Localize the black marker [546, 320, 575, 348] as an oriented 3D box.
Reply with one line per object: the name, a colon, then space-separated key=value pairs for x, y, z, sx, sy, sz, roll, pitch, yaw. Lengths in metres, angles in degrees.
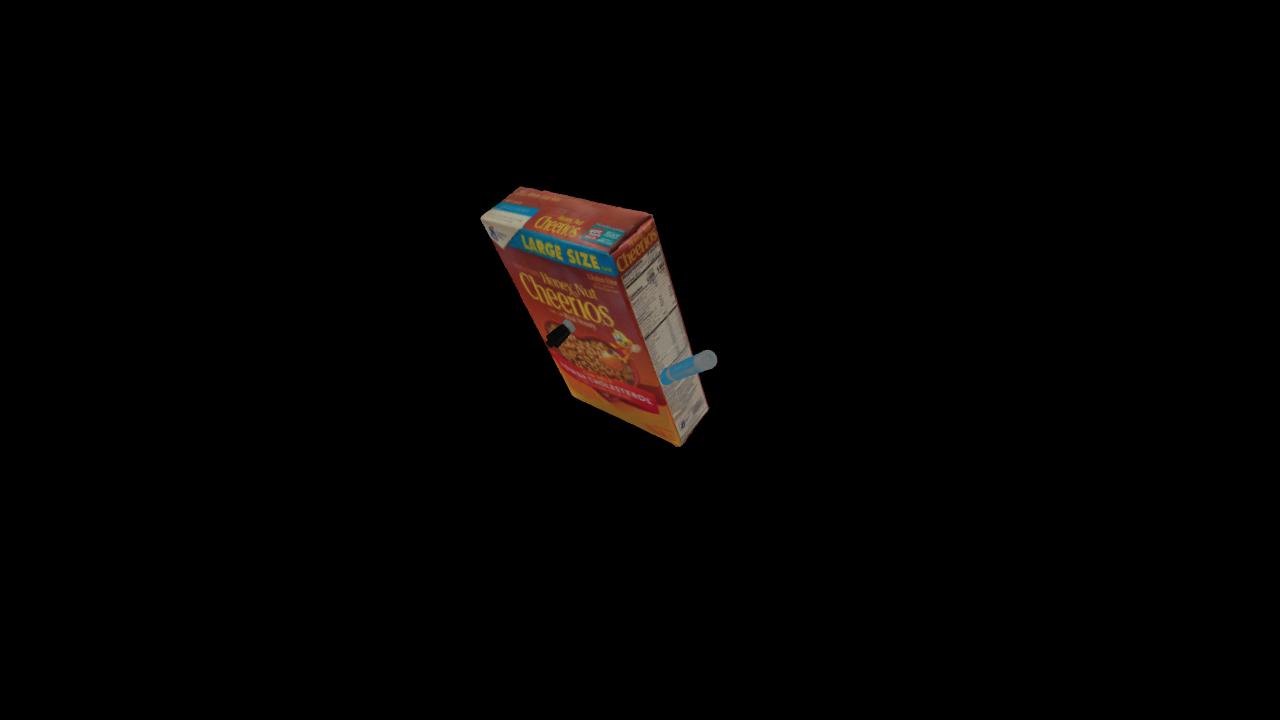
black marker: x=-0.062 y=-0.057 z=0.705 sx=0.121 sy=0.020 sz=0.020 roll=-45 pitch=16 yaw=-17

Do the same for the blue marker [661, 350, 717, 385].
blue marker: x=0.046 y=0.009 z=0.637 sx=0.020 sy=0.020 sz=0.121 roll=0 pitch=-10 yaw=-19

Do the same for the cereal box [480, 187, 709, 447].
cereal box: x=-0.044 y=-0.046 z=0.728 sx=0.203 sy=0.081 sz=0.306 roll=22 pitch=-32 yaw=36
